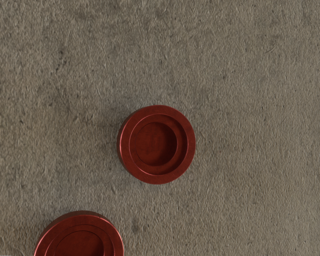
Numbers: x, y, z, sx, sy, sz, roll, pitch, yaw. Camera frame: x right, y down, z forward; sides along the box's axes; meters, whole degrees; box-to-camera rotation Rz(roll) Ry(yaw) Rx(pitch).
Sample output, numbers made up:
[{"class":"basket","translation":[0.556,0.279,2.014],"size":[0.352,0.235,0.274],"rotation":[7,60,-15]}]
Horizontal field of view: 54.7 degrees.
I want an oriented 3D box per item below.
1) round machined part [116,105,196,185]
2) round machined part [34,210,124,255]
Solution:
[{"class":"round machined part","translation":[-0.007,0.020,0.397],"size":[0.099,0.042,0.097],"rotation":[0,90,-20]},{"class":"round machined part","translation":[-0.096,0.145,0.365],"size":[0.099,0.042,0.097],"rotation":[0,90,-20]}]
